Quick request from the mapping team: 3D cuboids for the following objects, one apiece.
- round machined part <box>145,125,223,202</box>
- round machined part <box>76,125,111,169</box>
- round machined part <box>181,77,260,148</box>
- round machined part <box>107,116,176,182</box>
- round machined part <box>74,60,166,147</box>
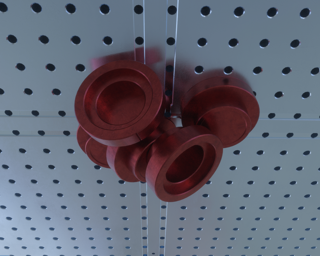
[{"bbox_3d":[0.024,0.037,0.370,0.099,0.042,0.097,-23,134,-25],"label":"round machined part"},{"bbox_3d":[-0.062,0.017,0.414,0.099,0.042,0.097,-1,130,0],"label":"round machined part"},{"bbox_3d":[0.076,-0.012,0.391,0.099,0.042,0.097,-1,130,0],"label":"round machined part"},{"bbox_3d":[-0.015,0.030,0.394,0.099,0.042,0.097,-25,133,-29],"label":"round machined part"},{"bbox_3d":[-0.041,-0.024,0.349,0.098,0.098,0.042,-10,155,7],"label":"round machined part"}]
